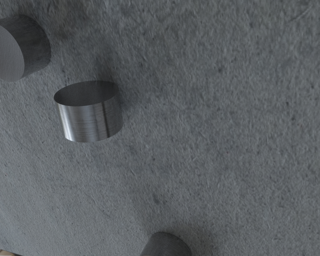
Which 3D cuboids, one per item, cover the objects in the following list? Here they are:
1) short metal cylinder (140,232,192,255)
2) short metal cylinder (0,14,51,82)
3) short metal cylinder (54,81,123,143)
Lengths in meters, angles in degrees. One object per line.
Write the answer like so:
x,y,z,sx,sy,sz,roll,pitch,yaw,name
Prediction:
0.008,0.224,0.524,0.080,0.050,0.079,13,124,20,short metal cylinder
-0.199,-0.110,0.425,0.080,0.050,0.079,13,124,20,short metal cylinder
-0.091,-0.024,0.403,0.080,0.080,0.050,10,123,22,short metal cylinder
